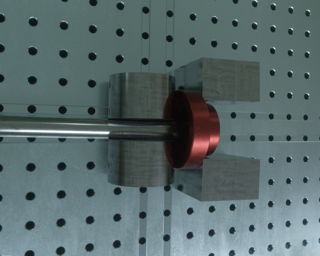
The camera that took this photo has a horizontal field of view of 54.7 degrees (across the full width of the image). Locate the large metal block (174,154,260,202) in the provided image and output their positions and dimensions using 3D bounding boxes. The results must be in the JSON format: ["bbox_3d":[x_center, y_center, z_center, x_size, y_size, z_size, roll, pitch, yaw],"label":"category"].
[{"bbox_3d":[0.073,0.062,0.411,0.081,0.080,0.050,3,89,-20],"label":"large metal block"}]

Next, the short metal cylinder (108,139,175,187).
[{"bbox_3d":[-0.022,0.039,0.374,0.081,0.080,0.050,1,90,-20],"label":"short metal cylinder"}]

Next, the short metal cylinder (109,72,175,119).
[{"bbox_3d":[-0.022,-0.036,0.375,0.081,0.080,0.050,1,91,-20],"label":"short metal cylinder"}]

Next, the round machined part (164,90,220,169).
[{"bbox_3d":[0.040,0.002,0.388,0.042,0.098,0.097,1,90,-20],"label":"round machined part"}]

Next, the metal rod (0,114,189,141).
[{"bbox_3d":[-0.105,0.000,0.361,0.302,0.025,0.025,2,90,-16],"label":"metal rod"}]

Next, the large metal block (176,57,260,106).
[{"bbox_3d":[0.073,-0.058,0.411,0.081,0.080,0.050,0,90,-20],"label":"large metal block"}]
